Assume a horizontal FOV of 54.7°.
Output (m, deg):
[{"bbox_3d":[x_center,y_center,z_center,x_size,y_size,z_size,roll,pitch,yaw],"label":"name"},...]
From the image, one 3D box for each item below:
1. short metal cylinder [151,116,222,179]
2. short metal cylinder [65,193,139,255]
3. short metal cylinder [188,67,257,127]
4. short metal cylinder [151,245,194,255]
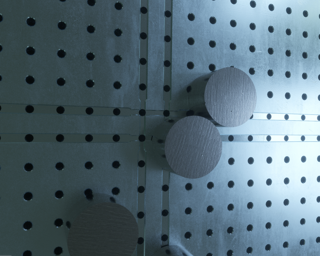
[{"bbox_3d":[0.035,0.024,0.413,0.081,0.050,0.079,0,90,-21],"label":"short metal cylinder"},{"bbox_3d":[-0.072,0.124,0.374,0.081,0.050,0.079,0,90,-21],"label":"short metal cylinder"},{"bbox_3d":[0.086,-0.041,0.432,0.081,0.050,0.079,0,90,-21],"label":"short metal cylinder"},{"bbox_3d":[0.022,0.204,0.409,0.081,0.050,0.079,0,90,-20],"label":"short metal cylinder"}]
